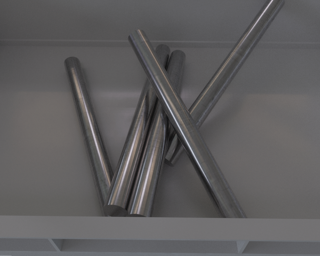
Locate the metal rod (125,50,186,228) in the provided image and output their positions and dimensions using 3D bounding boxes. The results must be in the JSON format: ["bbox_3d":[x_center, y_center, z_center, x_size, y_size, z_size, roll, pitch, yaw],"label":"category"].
[{"bbox_3d":[0.005,-0.015,0.394,0.025,0.025,0.300,7,43,6],"label":"metal rod"}]

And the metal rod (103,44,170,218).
[{"bbox_3d":[-0.019,-0.023,0.407,0.025,0.025,0.300,7,45,6],"label":"metal rod"}]

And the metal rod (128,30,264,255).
[{"bbox_3d":[0.030,0.000,0.361,0.025,0.025,0.299,-20,66,-16],"label":"metal rod"}]

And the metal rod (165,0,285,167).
[{"bbox_3d":[0.091,-0.076,0.419,0.025,0.025,0.300,29,71,22],"label":"metal rod"}]

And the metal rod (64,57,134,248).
[{"bbox_3d":[-0.088,0.006,0.399,0.025,0.025,0.300,-15,52,-13],"label":"metal rod"}]
